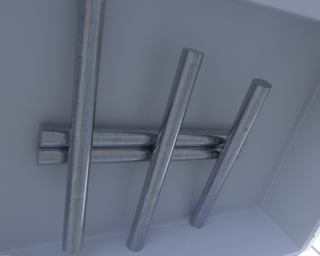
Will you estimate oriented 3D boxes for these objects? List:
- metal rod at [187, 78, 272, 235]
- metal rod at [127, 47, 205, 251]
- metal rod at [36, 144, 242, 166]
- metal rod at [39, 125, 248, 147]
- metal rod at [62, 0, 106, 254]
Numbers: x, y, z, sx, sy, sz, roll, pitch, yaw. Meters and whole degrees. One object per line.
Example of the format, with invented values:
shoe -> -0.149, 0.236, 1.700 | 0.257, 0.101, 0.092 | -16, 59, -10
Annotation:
metal rod -> 0.094, 0.063, 0.470 | 0.025, 0.025, 0.298 | -4, 129, -27
metal rod -> 0.000, 0.045, 0.404 | 0.025, 0.025, 0.298 | 1, 118, -30
metal rod -> -0.008, 0.034, 0.426 | 0.303, 0.025, 0.025 | 2, 118, -30
metal rod -> -0.001, 0.013, 0.416 | 0.303, 0.025, 0.025 | 2, 118, -30
metal rod -> -0.085, 0.007, 0.335 | 0.025, 0.025, 0.298 | -1, 111, -29
